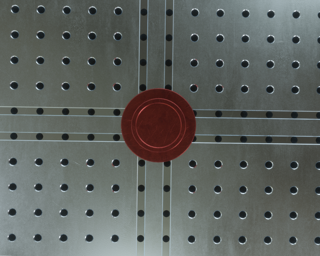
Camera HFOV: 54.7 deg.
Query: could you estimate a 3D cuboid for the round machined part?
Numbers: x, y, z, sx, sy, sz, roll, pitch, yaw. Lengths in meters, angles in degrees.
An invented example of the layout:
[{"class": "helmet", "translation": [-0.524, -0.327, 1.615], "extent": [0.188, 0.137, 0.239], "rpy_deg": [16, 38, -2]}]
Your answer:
[{"class": "round machined part", "translation": [-0.002, -0.003, 0.404], "extent": [0.099, 0.042, 0.097], "rpy_deg": [0, 90, -1]}]
